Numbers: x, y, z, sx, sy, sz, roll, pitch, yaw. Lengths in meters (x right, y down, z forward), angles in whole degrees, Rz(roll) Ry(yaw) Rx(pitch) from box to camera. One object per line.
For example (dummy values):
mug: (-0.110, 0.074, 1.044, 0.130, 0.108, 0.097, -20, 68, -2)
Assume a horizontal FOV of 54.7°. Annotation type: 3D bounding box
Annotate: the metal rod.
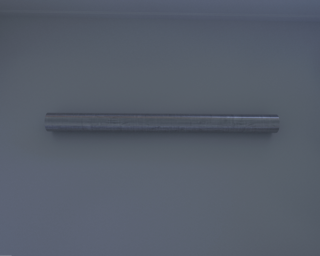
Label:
metal rod: (0.003, -0.007, 0.410, 0.302, 0.025, 0.025, 0, 70, -1)
